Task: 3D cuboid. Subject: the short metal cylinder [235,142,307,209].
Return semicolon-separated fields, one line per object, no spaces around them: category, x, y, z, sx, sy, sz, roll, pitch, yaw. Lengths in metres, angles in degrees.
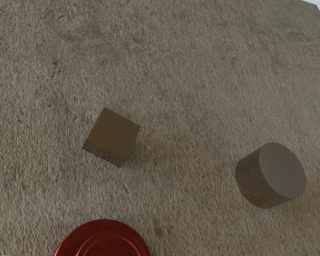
short metal cylinder;0.154;0.067;0.433;0.081;0.050;0.080;14;56;-21

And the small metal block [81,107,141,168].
small metal block;-0.057;0.011;0.368;0.050;0.025;0.050;28;52;-11

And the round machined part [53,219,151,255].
round machined part;-0.050;0.133;0.286;0.099;0.042;0.098;14;56;-21
